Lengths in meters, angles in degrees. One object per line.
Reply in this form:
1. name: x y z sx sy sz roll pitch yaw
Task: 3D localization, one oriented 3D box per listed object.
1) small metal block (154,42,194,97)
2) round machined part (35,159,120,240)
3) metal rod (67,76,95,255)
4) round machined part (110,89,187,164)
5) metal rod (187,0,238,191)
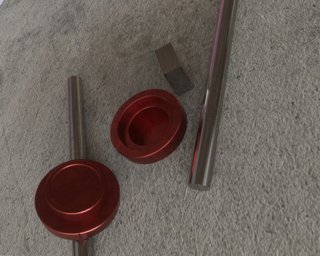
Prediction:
1. small metal block: 0.020 -0.080 0.427 0.025 0.050 0.050 -27 53 12
2. round machined part: -0.098 0.078 0.369 0.099 0.042 0.098 3 52 -4
3. metal rod: -0.116 0.038 0.441 0.025 0.025 0.299 -24 53 13
4. round machined part: -0.011 0.002 0.398 0.098 0.042 0.098 -13 56 21
5. metal rod: 0.075 -0.066 0.405 0.025 0.025 0.300 -1 61 28
